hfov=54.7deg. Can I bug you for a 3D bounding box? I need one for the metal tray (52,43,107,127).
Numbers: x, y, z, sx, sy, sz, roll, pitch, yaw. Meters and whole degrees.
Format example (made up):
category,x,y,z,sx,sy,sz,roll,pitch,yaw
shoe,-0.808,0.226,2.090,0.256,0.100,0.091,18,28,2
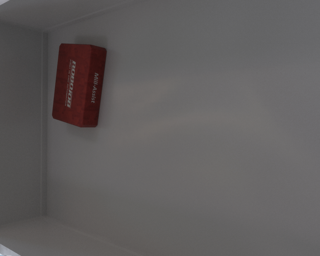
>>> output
category,x,y,z,sx,sy,sz,roll,pitch,yaw
metal tray,-0.137,-0.072,0.517,0.090,0.030,0.129,14,99,39
